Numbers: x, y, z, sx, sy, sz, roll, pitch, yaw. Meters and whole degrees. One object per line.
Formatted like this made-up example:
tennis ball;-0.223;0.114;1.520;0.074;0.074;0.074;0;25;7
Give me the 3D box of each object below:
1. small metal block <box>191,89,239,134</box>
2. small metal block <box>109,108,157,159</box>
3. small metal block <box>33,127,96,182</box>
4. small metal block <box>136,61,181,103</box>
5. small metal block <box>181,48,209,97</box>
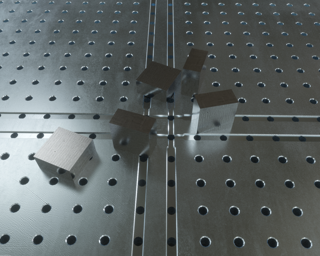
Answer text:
small metal block;0.071;-0.021;0.410;0.050;0.050;0.025;-10;51;-8
small metal block;-0.032;0.007;0.385;0.050;0.050;0.025;15;52;13
small metal block;-0.115;0.031;0.381;0.050;0.025;0.050;19;52;15
small metal block;-0.001;-0.070;0.467;0.050;0.025;0.050;22;53;17
small metal block;0.051;-0.081;0.460;0.025;0.050;0.050;14;52;12
